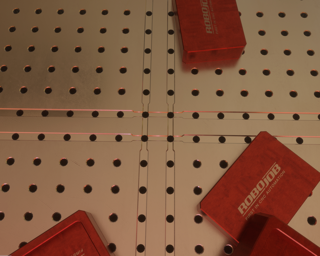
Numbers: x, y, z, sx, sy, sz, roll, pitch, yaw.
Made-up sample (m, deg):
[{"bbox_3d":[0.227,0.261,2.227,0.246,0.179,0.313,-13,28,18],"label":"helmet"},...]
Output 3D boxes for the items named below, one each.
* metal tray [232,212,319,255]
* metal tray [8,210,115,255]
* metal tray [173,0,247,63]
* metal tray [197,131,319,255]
[{"bbox_3d":[0.139,0.163,0.328,0.130,0.030,0.090,35,76,-6],"label":"metal tray"},{"bbox_3d":[-0.119,0.166,0.347,0.131,0.030,0.090,-32,73,-11],"label":"metal tray"},{"bbox_3d":[0.071,-0.165,0.470,0.091,0.030,0.130,-6,70,-3],"label":"metal tray"},{"bbox_3d":[0.121,0.079,0.381,0.090,0.030,0.130,41,75,13],"label":"metal tray"}]
